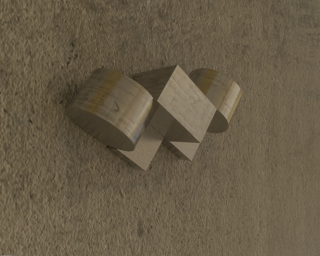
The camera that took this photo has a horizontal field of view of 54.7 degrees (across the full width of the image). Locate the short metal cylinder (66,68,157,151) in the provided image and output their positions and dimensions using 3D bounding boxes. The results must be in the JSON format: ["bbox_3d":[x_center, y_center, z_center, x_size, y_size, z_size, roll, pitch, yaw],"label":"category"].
[{"bbox_3d":[-0.050,-0.018,0.328,0.080,0.080,0.050,42,64,-32],"label":"short metal cylinder"}]

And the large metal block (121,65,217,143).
[{"bbox_3d":[0.007,-0.026,0.377,0.080,0.080,0.050,42,64,-32],"label":"large metal block"}]

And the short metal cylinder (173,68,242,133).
[{"bbox_3d":[0.065,-0.036,0.424,0.080,0.080,0.050,43,64,-32],"label":"short metal cylinder"}]

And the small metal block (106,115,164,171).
[{"bbox_3d":[-0.030,0.018,0.382,0.050,0.025,0.050,43,64,-32],"label":"small metal block"}]

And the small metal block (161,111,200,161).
[{"bbox_3d":[0.031,0.011,0.432,0.050,0.025,0.050,43,64,-32],"label":"small metal block"}]
